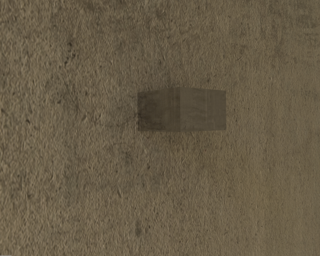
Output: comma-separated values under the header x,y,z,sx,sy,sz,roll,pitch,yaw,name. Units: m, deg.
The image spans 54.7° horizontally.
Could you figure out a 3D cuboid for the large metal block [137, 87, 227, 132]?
x,y,z,sx,sy,sz,roll,pitch,yaw,name
0.027,-0.022,0.395,0.081,0.080,0.050,-2,92,-40,large metal block
